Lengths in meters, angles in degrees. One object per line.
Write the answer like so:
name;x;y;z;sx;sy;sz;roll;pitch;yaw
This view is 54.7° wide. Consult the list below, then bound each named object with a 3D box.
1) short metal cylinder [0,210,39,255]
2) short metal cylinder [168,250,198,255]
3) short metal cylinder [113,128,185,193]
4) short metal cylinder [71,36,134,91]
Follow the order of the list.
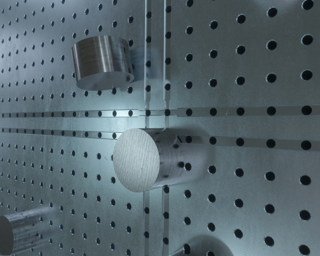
short metal cylinder;-0.291;0.213;0.629;0.080;0.050;0.079;0;90;39
short metal cylinder;0.021;0.196;0.374;0.080;0.050;0.079;0;90;39
short metal cylinder;-0.015;0.040;0.404;0.080;0.050;0.079;0;90;39
short metal cylinder;-0.081;-0.089;0.438;0.080;0.081;0.050;-17;80;38
